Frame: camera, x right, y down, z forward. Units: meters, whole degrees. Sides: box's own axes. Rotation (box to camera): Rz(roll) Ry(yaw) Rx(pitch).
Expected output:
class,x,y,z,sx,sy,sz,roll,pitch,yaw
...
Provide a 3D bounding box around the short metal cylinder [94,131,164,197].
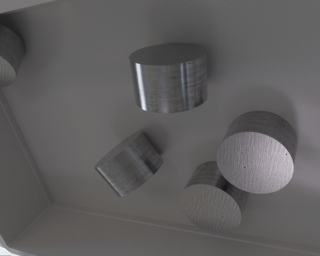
class,x,y,z,sx,sy,sz,roll,pitch,yaw
short metal cylinder,-0.042,0.048,0.425,0.080,0.080,0.050,-31,101,38

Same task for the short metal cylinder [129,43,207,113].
class,x,y,z,sx,sy,sz,roll,pitch,yaw
short metal cylinder,0.010,-0.056,0.333,0.080,0.080,0.050,8,122,24

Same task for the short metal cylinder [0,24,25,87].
class,x,y,z,sx,sy,sz,roll,pitch,yaw
short metal cylinder,-0.237,-0.102,0.431,0.080,0.050,0.080,1,148,1

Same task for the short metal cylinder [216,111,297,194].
class,x,y,z,sx,sy,sz,roll,pitch,yaw
short metal cylinder,0.110,0.027,0.351,0.080,0.050,0.079,13,124,21

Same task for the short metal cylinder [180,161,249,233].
class,x,y,z,sx,sy,sz,roll,pitch,yaw
short metal cylinder,0.073,0.091,0.410,0.080,0.050,0.079,13,124,21
